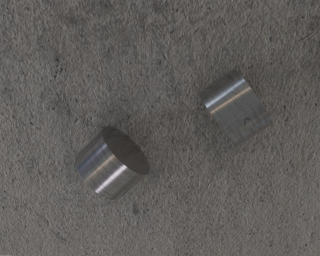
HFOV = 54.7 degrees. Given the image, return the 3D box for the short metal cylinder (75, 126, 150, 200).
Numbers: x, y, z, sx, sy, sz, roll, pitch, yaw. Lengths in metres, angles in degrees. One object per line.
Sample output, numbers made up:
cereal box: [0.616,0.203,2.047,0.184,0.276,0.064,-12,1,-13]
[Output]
short metal cylinder: [-0.059,0.044,0.396,0.080,0.080,0.050,43,105,-14]

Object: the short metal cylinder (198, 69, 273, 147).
short metal cylinder: [0.090,-0.024,0.372,0.050,0.080,0.080,-35,107,12]
